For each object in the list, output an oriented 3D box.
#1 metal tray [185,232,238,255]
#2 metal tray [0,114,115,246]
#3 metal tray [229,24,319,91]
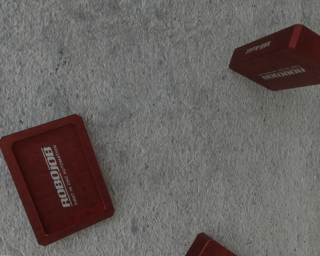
[{"bbox_3d":[0.061,0.225,0.429,0.090,0.030,0.130,38,78,-16],"label":"metal tray"},{"bbox_3d":[-0.117,0.057,0.362,0.091,0.030,0.129,-20,97,-19],"label":"metal tray"},{"bbox_3d":[0.166,-0.087,0.414,0.091,0.130,0.030,23,83,-19],"label":"metal tray"}]
